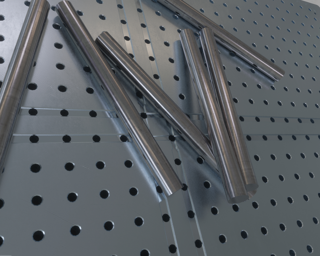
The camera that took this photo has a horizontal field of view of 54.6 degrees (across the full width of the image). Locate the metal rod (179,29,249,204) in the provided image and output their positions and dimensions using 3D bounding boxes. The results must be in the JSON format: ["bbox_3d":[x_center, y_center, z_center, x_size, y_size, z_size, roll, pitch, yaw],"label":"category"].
[{"bbox_3d":[0.068,-0.038,0.444,0.025,0.025,0.300,7,52,-24],"label":"metal rod"}]

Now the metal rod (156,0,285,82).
[{"bbox_3d":[0.102,-0.177,0.569,0.301,0.025,0.025,32,52,-8],"label":"metal rod"}]

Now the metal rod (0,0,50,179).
[{"bbox_3d":[-0.163,-0.040,0.344,0.025,0.025,0.300,14,56,-21],"label":"metal rod"}]

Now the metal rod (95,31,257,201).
[{"bbox_3d":[0.019,-0.019,0.428,0.300,0.025,0.025,47,51,5],"label":"metal rod"}]

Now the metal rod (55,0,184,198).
[{"bbox_3d":[-0.059,-0.047,0.404,0.025,0.025,0.299,-22,74,-36],"label":"metal rod"}]

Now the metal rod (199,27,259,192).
[{"bbox_3d":[0.096,-0.048,0.469,0.025,0.025,0.300,10,52,-23],"label":"metal rod"}]
